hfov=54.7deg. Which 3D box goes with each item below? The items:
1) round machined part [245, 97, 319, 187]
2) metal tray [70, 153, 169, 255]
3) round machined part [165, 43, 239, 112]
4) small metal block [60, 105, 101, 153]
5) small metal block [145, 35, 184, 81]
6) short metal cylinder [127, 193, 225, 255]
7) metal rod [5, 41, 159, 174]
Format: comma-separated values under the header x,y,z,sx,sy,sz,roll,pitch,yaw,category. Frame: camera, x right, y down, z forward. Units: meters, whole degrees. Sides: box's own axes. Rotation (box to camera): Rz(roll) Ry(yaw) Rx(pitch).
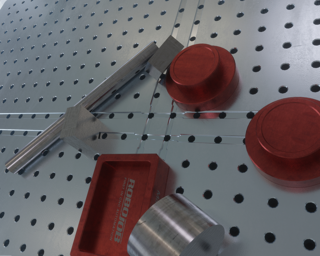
x,y,z,sx,sy,sz,roll,pitch,yaw,category
0.138,0.008,0.320,0.098,0.042,0.098,-13,56,21,round machined part
-0.046,0.096,0.370,0.090,0.030,0.130,-3,60,26,metal tray
0.052,-0.074,0.415,0.098,0.042,0.098,-13,56,21,round machined part
-0.114,0.002,0.451,0.025,0.050,0.050,-10,57,23,small metal block
0.005,-0.100,0.449,0.025,0.050,0.050,40,82,-4,small metal block
0.016,0.111,0.297,0.050,0.080,0.080,33,80,38,short metal cylinder
-0.121,-0.032,0.491,0.300,0.025,0.025,-39,51,1,metal rod
